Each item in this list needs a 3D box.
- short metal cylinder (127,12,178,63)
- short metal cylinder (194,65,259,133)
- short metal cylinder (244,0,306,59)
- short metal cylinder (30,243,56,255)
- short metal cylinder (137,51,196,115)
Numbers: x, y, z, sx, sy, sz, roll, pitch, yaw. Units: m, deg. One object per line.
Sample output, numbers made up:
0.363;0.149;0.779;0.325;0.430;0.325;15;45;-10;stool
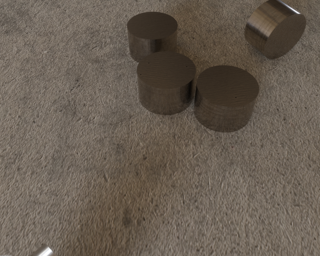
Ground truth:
-0.012;-0.148;0.511;0.080;0.050;0.080;0;50;0;short metal cylinder
0.088;-0.040;0.421;0.080;0.050;0.080;0;50;0;short metal cylinder
0.186;-0.159;0.503;0.081;0.080;0.050;-22;54;-18;short metal cylinder
-0.088;0.141;0.248;0.080;0.080;0.050;35;58;26;short metal cylinder
0.009;-0.065;0.441;0.080;0.050;0.080;0;50;0;short metal cylinder
